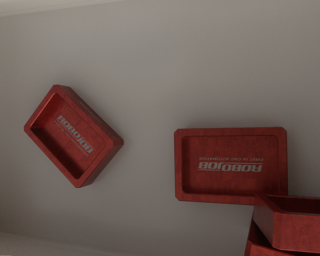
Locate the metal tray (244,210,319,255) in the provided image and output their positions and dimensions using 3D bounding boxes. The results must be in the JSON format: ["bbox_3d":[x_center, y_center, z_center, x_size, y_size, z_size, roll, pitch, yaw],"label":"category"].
[{"bbox_3d":[0.157,0.130,0.319,0.130,0.090,0.030,11,101,19],"label":"metal tray"}]

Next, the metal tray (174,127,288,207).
[{"bbox_3d":[0.084,0.044,0.377,0.130,0.030,0.089,-1,90,19],"label":"metal tray"}]

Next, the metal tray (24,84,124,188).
[{"bbox_3d":[-0.128,0.011,0.451,0.130,0.030,0.090,43,103,14],"label":"metal tray"}]

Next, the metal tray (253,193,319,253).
[{"bbox_3d":[0.164,0.089,0.294,0.131,0.090,0.030,3,89,5],"label":"metal tray"}]
